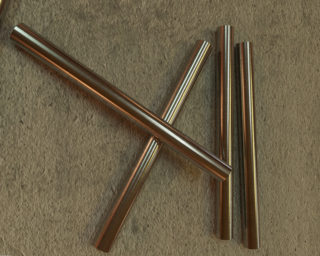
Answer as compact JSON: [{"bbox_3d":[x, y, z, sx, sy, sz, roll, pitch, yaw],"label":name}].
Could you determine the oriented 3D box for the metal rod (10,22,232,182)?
[{"bbox_3d":[-0.039,-0.025,0.374,0.301,0.025,0.025,34,79,-9],"label":"metal rod"}]

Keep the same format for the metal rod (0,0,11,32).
[{"bbox_3d":[-0.184,-0.125,0.340,0.025,0.025,0.299,18,84,-19],"label":"metal rod"}]

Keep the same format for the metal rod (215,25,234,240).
[{"bbox_3d":[0.092,0.006,0.442,0.025,0.025,0.298,0,90,-20],"label":"metal rod"}]

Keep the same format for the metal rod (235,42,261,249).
[{"bbox_3d":[0.130,0.026,0.456,0.025,0.025,0.298,-3,91,-20],"label":"metal rod"}]

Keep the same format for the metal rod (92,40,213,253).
[{"bbox_3d":[-0.006,0.016,0.406,0.025,0.025,0.299,30,80,-18],"label":"metal rod"}]
